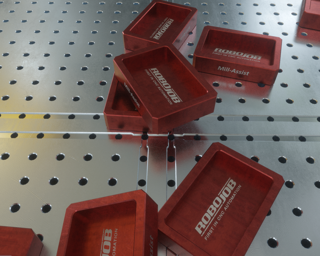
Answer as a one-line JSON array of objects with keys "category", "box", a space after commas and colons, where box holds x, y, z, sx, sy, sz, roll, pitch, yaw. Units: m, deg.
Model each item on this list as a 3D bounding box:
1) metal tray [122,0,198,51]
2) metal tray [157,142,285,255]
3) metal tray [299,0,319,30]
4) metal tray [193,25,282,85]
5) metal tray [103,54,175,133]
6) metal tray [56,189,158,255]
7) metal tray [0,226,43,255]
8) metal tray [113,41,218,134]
[{"category": "metal tray", "box": [0.003, -0.180, 0.555, 0.090, 0.030, 0.130, 20, 53, 15]}, {"category": "metal tray", "box": [0.064, 0.084, 0.334, 0.090, 0.030, 0.131, 29, 56, 22]}, {"category": "metal tray", "box": [0.327, -0.235, 0.603, 0.090, 0.030, 0.130, 16, 52, 13]}, {"category": "metal tray", "box": [0.127, -0.122, 0.507, 0.130, 0.030, 0.090, 13, 51, 11]}, {"category": "metal tray", "box": [-0.024, -0.054, 0.450, 0.090, 0.030, 0.130, 4, 50, 3]}, {"category": "metal tray", "box": [-0.049, 0.126, 0.277, 0.090, 0.030, 0.130, -15, 48, 17]}, {"category": "metal tray", "box": [-0.172, 0.154, 0.274, 0.090, 0.030, 0.130, 4, 50, 3]}, {"category": "metal tray", "box": [0.004, -0.059, 0.414, 0.091, 0.030, 0.130, -22, 53, -17]}]
